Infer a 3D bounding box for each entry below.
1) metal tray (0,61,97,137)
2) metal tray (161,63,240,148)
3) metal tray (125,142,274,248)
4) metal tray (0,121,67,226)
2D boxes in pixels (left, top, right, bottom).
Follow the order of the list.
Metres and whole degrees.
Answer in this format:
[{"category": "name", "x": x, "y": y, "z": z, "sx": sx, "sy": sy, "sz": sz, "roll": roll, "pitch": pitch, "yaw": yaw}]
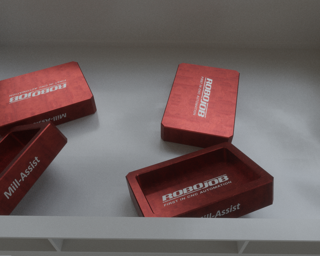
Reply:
[{"category": "metal tray", "x": -0.166, "y": -0.041, "z": 0.435, "sx": 0.131, "sy": 0.030, "sz": 0.090, "roll": -20, "pitch": 53, "yaw": -16}, {"category": "metal tray", "x": 0.059, "y": -0.034, "z": 0.430, "sx": 0.090, "sy": 0.030, "sz": 0.130, "roll": 10, "pitch": 51, "yaw": 8}, {"category": "metal tray", "x": 0.038, "y": 0.063, "z": 0.326, "sx": 0.131, "sy": 0.030, "sz": 0.090, "roll": -16, "pitch": 27, "yaw": -14}, {"category": "metal tray", "x": -0.169, "y": 0.051, "z": 0.329, "sx": 0.090, "sy": 0.030, "sz": 0.130, "roll": -5, "pitch": 41, "yaw": 38}]
